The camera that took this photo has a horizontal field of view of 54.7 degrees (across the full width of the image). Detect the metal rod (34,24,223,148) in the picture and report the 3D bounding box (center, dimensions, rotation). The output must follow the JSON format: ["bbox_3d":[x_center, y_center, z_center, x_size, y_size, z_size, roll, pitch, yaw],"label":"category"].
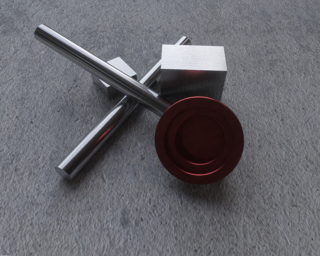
[{"bbox_3d":[-0.045,-0.058,0.415,0.301,0.025,0.025,32,56,11],"label":"metal rod"}]

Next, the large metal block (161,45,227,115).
[{"bbox_3d":[0.042,-0.064,0.422,0.081,0.080,0.050,2,50,1],"label":"large metal block"}]

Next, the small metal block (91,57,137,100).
[{"bbox_3d":[-0.069,-0.076,0.466,0.050,0.025,0.050,-29,56,-23],"label":"small metal block"}]

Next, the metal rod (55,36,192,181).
[{"bbox_3d":[-0.035,-0.045,0.440,0.025,0.025,0.301,25,54,19],"label":"metal rod"}]

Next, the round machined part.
[{"bbox_3d":[0.047,0.013,0.360,0.098,0.097,0.042,17,8,13],"label":"round machined part"}]
